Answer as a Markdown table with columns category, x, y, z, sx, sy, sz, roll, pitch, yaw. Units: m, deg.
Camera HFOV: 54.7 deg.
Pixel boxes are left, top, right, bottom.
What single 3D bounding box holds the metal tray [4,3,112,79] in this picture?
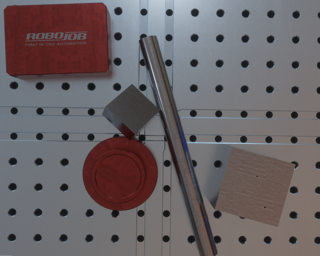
| category | x | y | z | sx | sy | sz | roll | pitch | yaw |
| --- | --- | --- | --- | --- | --- | --- | --- | --- | --- |
| metal tray | -0.132 | -0.114 | 0.409 | 0.131 | 0.030 | 0.089 | -2 | 90 | -1 |

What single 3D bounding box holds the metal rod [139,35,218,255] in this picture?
| category | x | y | z | sx | sy | sz | roll | pitch | yaw |
| --- | --- | --- | --- | --- | --- | --- | --- | --- | --- |
| metal rod | 0.024 | 0.025 | 0.413 | 0.025 | 0.025 | 0.298 | -16 | 90 | 0 |

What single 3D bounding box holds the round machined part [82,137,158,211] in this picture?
| category | x | y | z | sx | sy | sz | roll | pitch | yaw |
| --- | --- | --- | --- | --- | --- | --- | --- | --- | --- |
| round machined part | -0.052 | 0.060 | 0.404 | 0.099 | 0.042 | 0.097 | 0 | 90 | -1 |

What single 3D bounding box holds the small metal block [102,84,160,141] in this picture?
| category | x | y | z | sx | sy | sz | roll | pitch | yaw |
| --- | --- | --- | --- | --- | --- | --- | --- | --- | --- |
| small metal block | -0.038 | -0.020 | 0.402 | 0.050 | 0.025 | 0.050 | 44 | 60 | 0 |

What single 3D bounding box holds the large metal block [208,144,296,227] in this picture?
| category | x | y | z | sx | sy | sz | roll | pitch | yaw |
| --- | --- | --- | --- | --- | --- | --- | --- | --- | --- |
| large metal block | 0.116 | 0.072 | 0.403 | 0.080 | 0.050 | 0.080 | 16 | 90 | -1 |
